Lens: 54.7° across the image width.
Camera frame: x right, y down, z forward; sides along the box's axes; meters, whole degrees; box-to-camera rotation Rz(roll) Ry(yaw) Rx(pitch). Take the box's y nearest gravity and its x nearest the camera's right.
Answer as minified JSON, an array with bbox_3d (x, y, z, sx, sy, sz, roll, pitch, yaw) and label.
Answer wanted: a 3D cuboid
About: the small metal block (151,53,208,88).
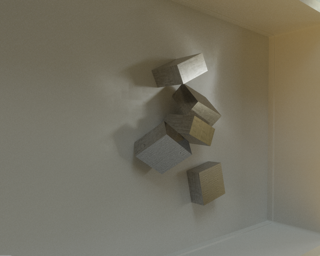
[{"bbox_3d":[0.026,-0.077,0.414,0.050,0.050,0.025,-32,111,-36],"label":"small metal block"}]

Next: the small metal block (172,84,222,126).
[{"bbox_3d":[0.051,-0.031,0.432,0.050,0.050,0.025,26,113,-37],"label":"small metal block"}]

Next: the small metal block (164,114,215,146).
[{"bbox_3d":[0.038,0.003,0.420,0.050,0.050,0.025,28,74,-44],"label":"small metal block"}]

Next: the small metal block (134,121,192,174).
[{"bbox_3d":[0.004,0.026,0.393,0.050,0.050,0.025,39,25,-34],"label":"small metal block"}]

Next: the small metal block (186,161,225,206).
[{"bbox_3d":[0.070,0.082,0.468,0.050,0.025,0.050,-16,101,-39],"label":"small metal block"}]
